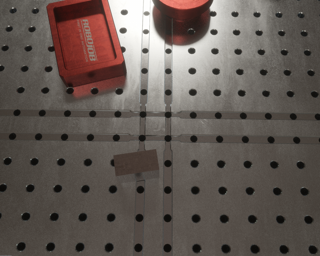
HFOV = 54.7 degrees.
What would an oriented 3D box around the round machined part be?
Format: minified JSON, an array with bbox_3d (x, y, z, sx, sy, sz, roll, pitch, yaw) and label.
[{"bbox_3d":[0.035,-0.208,0.479,0.099,0.042,0.098,0,70,-1],"label":"round machined part"}]

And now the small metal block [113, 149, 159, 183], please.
[{"bbox_3d":[-0.028,0.048,0.381,0.050,0.050,0.025,-8,71,-3],"label":"small metal block"}]

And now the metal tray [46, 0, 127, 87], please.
[{"bbox_3d":[-0.108,-0.131,0.455,0.091,0.030,0.130,-14,71,-6],"label":"metal tray"}]
